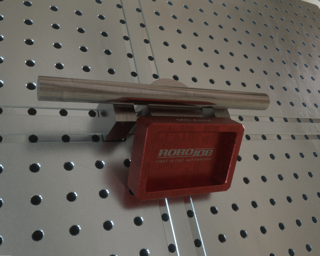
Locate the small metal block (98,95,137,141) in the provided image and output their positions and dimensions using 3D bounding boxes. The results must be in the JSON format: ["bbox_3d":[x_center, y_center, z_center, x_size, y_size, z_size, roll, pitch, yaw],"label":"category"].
[{"bbox_3d":[-0.053,-0.018,0.375,0.025,0.050,0.050,-1,62,-29],"label":"small metal block"}]

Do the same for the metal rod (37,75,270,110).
[{"bbox_3d":[0.014,-0.038,0.375,0.303,0.025,0.025,0,62,-28],"label":"metal rod"}]

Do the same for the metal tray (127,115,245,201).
[{"bbox_3d":[0.032,0.033,0.366,0.131,0.089,0.030,0,18,-28],"label":"metal tray"}]

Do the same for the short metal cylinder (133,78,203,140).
[{"bbox_3d":[0.009,-0.018,0.407,0.081,0.050,0.080,14,56,-21],"label":"short metal cylinder"}]

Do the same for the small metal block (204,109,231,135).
[{"bbox_3d":[0.071,-0.015,0.440,0.025,0.050,0.050,-1,62,-29],"label":"small metal block"}]
